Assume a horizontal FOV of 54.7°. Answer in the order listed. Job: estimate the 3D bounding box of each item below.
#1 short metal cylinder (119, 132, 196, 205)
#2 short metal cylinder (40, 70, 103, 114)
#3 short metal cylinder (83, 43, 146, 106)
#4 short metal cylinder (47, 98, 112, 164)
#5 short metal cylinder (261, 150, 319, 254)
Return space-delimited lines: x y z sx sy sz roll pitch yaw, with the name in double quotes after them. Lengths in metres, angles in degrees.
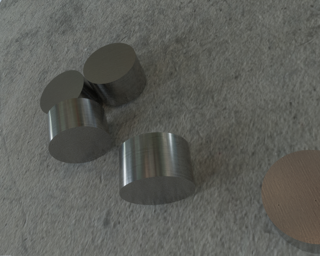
-0.004 0.047 0.341 0.080 0.080 0.050 -18 55 18 "short metal cylinder"
-0.138 -0.043 0.484 0.080 0.050 0.080 -13 56 21 "short metal cylinder"
-0.066 -0.080 0.462 0.080 0.050 0.080 -9 55 13 "short metal cylinder"
-0.110 0.005 0.422 0.080 0.080 0.050 -27 53 11 "short metal cylinder"
0.136 0.066 0.276 0.080 0.050 0.080 -13 56 20 "short metal cylinder"
